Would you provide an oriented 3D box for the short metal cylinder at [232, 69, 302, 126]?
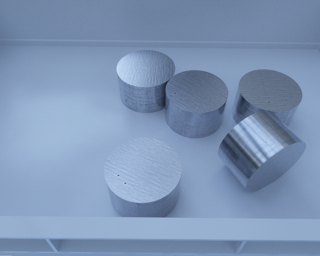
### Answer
[{"bbox_3d":[0.143,-0.034,0.420,0.081,0.050,0.080,0,50,0],"label":"short metal cylinder"}]

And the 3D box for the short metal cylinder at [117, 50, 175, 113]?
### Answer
[{"bbox_3d":[-0.019,-0.067,0.445,0.081,0.050,0.080,0,50,0],"label":"short metal cylinder"}]

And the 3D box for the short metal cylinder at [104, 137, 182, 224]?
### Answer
[{"bbox_3d":[-0.018,0.057,0.341,0.081,0.050,0.080,0,50,0],"label":"short metal cylinder"}]

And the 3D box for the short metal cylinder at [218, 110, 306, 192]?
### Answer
[{"bbox_3d":[0.113,0.027,0.349,0.081,0.080,0.050,-23,54,-18],"label":"short metal cylinder"}]

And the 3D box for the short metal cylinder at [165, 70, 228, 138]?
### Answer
[{"bbox_3d":[0.047,-0.033,0.417,0.081,0.050,0.080,0,50,0],"label":"short metal cylinder"}]
